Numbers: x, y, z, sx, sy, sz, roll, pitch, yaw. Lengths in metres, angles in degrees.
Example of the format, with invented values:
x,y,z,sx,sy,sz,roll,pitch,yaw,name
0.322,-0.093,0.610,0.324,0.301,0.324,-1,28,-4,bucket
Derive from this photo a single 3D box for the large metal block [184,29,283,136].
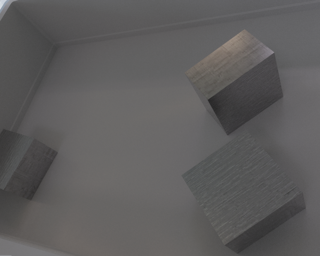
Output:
x,y,z,sx,sy,sz,roll,pitch,yaw,name
0.087,-0.049,0.355,0.080,0.080,0.050,-36,51,4,large metal block

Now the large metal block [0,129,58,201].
x,y,z,sx,sy,sz,roll,pitch,yaw,name
-0.218,0.054,0.471,0.080,0.050,0.080,11,67,33,large metal block

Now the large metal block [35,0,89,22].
x,y,z,sx,sy,sz,roll,pitch,yaw,name
-0.199,-0.253,0.626,0.081,0.050,0.080,-13,41,-34,large metal block

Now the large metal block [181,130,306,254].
x,y,z,sx,sy,sz,roll,pitch,yaw,name
0.082,0.063,0.308,0.080,0.050,0.080,-36,51,4,large metal block
